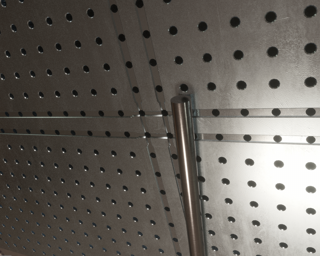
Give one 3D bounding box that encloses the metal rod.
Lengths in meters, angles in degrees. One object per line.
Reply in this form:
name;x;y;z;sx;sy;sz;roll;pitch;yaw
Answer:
metal rod;0.045;0.095;0.445;0.025;0.025;0.298;6;121;25
